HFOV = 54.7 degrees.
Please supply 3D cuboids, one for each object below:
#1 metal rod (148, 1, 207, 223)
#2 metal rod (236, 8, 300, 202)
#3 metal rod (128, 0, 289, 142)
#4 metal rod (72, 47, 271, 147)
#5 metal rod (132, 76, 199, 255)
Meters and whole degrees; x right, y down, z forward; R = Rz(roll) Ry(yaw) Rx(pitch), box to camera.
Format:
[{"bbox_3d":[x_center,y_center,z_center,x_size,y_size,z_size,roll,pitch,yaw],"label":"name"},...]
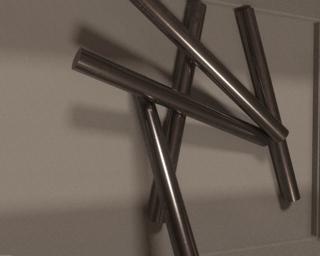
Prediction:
[{"bbox_3d":[0.025,-0.024,0.420,0.025,0.025,0.298,12,86,-20],"label":"metal rod"},{"bbox_3d":[0.167,-0.031,0.474,0.025,0.025,0.298,-18,96,-19],"label":"metal rod"},{"bbox_3d":[0.068,-0.081,0.409,0.301,0.025,0.025,40,77,-17],"label":"metal rod"},{"bbox_3d":[0.037,-0.028,0.397,0.302,0.025,0.025,20,83,-30],"label":"metal rod"},{"bbox_3d":[0.010,0.071,0.346,0.025,0.025,0.299,-7,66,-20],"label":"metal rod"}]
